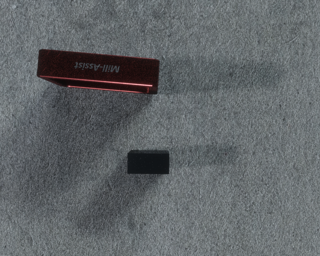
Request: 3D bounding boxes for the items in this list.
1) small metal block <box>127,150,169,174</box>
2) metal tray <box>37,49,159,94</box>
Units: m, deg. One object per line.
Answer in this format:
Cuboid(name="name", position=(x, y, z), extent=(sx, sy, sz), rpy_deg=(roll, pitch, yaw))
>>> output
Cuboid(name="small metal block", position=(-0.014, 0.043, 0.397), extent=(0.050, 0.050, 0.025), rpy_deg=(1, 90, -1))
Cuboid(name="metal tray", position=(-0.067, -0.065, 0.376), extent=(0.131, 0.090, 0.030), rpy_deg=(5, 90, -1))
